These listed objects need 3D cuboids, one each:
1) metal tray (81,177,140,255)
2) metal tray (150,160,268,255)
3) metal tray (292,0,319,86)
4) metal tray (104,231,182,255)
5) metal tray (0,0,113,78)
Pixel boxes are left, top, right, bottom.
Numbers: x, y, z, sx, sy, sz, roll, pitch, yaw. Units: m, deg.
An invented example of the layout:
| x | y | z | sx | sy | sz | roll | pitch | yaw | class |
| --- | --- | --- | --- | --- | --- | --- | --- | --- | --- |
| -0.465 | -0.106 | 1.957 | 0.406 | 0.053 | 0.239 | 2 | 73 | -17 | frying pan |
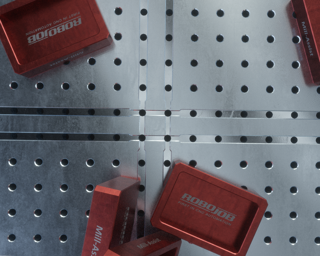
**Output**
| x | y | z | sx | sy | sz | roll | pitch | yaw | class |
| --- | --- | --- | --- | --- | --- | --- | --- | --- | --- |
| -0.061 | 0.130 | 0.378 | 0.030 | 0.090 | 0.129 | 11 | 90 | 11 | metal tray |
| 0.063 | 0.109 | 0.411 | 0.131 | 0.030 | 0.090 | 24 | 90 | -1 | metal tray |
| 0.241 | -0.131 | 0.414 | 0.091 | 0.030 | 0.129 | -15 | 90 | -1 | metal tray |
| -0.025 | 0.178 | 0.361 | 0.030 | 0.131 | 0.090 | 16 | 90 | 29 | metal tray |
| -0.141 | -0.132 | 0.408 | 0.131 | 0.030 | 0.090 | -23 | 90 | -1 | metal tray |
